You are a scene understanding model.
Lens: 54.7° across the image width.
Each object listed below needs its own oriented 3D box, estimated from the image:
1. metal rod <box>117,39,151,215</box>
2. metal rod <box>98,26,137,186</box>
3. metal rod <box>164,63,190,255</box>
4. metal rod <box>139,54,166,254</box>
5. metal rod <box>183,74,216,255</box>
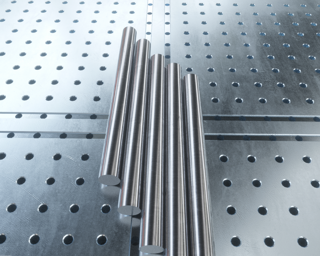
[{"bbox_3d":[-0.031,-0.026,0.428,0.025,0.025,0.300,1,50,0],"label":"metal rod"},{"bbox_3d":[-0.056,-0.055,0.452,0.025,0.025,0.300,1,50,0],"label":"metal rod"},{"bbox_3d":[0.019,0.022,0.388,0.025,0.025,0.300,1,50,0],"label":"metal rod"},{"bbox_3d":[-0.006,0.005,0.402,0.025,0.025,0.300,1,50,0],"label":"metal rod"},{"bbox_3d":[0.044,0.042,0.372,0.025,0.025,0.300,1,50,0],"label":"metal rod"}]
